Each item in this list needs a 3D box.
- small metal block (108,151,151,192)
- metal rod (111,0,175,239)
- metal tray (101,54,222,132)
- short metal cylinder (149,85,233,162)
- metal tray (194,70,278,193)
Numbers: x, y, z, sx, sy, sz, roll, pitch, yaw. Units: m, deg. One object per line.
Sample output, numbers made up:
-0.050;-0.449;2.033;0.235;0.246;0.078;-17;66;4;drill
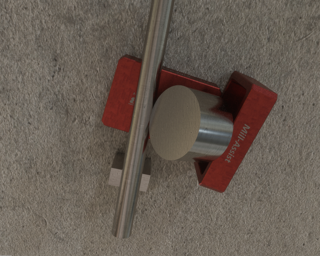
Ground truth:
-0.040;0.058;0.418;0.050;0.050;0.025;12;110;-5;small metal block
-0.021;-0.010;0.365;0.025;0.025;0.298;10;101;-4;metal rod
0.001;-0.031;0.396;0.131;0.030;0.089;17;109;-7;metal tray
0.033;-0.003;0.342;0.050;0.080;0.079;9;114;-39;short metal cylinder
0.084;0.002;0.378;0.030;0.090;0.129;22;109;-8;metal tray
